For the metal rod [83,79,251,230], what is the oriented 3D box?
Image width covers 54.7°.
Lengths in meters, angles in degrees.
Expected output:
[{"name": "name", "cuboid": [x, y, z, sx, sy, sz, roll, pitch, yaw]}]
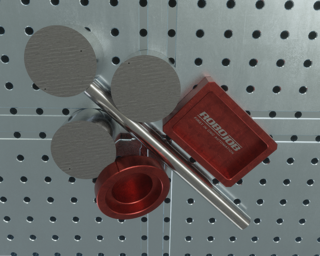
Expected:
[{"name": "metal rod", "cuboid": [0.019, 0.044, 0.430, 0.300, 0.025, 0.025, 42, 105, -14]}]

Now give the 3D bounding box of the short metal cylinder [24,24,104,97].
[{"name": "short metal cylinder", "cuboid": [-0.111, -0.082, 0.369, 0.081, 0.050, 0.079, 0, 110, 0]}]

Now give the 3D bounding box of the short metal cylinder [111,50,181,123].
[{"name": "short metal cylinder", "cuboid": [-0.016, -0.052, 0.380, 0.081, 0.050, 0.079, 0, 110, 0]}]

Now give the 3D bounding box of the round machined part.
[{"name": "round machined part", "cuboid": [-0.039, 0.075, 0.420, 0.099, 0.042, 0.097, -11, 127, -15]}]

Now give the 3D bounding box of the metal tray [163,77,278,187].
[{"name": "metal tray", "cuboid": [0.078, 0.008, 0.413, 0.130, 0.030, 0.090, 42, 105, -14]}]

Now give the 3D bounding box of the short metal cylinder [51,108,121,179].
[{"name": "short metal cylinder", "cuboid": [-0.094, 0.020, 0.406, 0.081, 0.050, 0.079, 0, 110, 0]}]
